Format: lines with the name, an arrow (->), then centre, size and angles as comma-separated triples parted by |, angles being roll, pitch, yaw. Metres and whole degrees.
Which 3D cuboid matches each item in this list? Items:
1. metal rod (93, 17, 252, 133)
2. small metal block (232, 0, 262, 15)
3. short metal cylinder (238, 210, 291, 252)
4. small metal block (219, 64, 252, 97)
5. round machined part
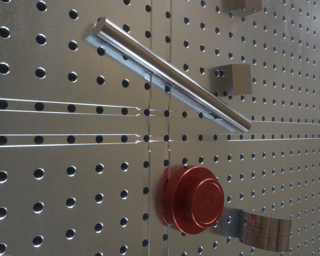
metal rod -> 0.038, -0.059, 0.440 | 0.301, 0.025, 0.025 | 27, 73, -37
small metal block -> 0.150, -0.228, 0.534 | 0.050, 0.025, 0.050 | -6, 94, -40
short metal cylinder -> 0.176, 0.171, 0.521 | 0.081, 0.080, 0.050 | 15, 81, -39
small metal block -> 0.126, -0.079, 0.515 | 0.050, 0.025, 0.050 | -9, 96, -40
round machined part -> 0.055, 0.104, 0.444 | 0.099, 0.042, 0.097 | 0, 90, -40
